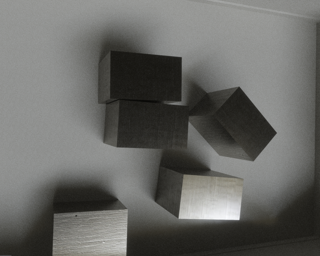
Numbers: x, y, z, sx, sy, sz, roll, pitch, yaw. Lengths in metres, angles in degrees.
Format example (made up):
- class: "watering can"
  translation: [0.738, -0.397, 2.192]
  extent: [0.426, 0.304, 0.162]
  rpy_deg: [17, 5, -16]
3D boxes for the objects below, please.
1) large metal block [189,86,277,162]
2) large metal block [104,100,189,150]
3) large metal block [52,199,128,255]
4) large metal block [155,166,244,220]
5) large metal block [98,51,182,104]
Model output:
- class: "large metal block"
  translation: [0.092, -0.005, 0.415]
  extent: [0.050, 0.080, 0.080]
  rpy_deg: [-47, 105, -14]
- class: "large metal block"
  translation: [-0.020, -0.003, 0.374]
  extent: [0.081, 0.080, 0.050]
  rpy_deg: [4, 89, -20]
- class: "large metal block"
  translation: [-0.085, 0.132, 0.366]
  extent: [0.081, 0.050, 0.080]
  rpy_deg: [2, 90, -20]
- class: "large metal block"
  translation: [0.048, 0.081, 0.399]
  extent: [0.081, 0.080, 0.050]
  rpy_deg: [7, 88, -20]
- class: "large metal block"
  translation: [-0.027, -0.055, 0.371]
  extent: [0.081, 0.080, 0.050]
  rpy_deg: [0, 90, -20]
